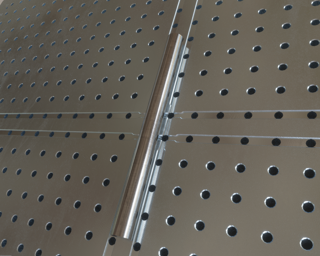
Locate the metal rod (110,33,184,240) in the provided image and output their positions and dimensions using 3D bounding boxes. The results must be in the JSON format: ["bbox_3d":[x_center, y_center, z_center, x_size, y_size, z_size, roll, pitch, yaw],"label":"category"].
[{"bbox_3d":[-0.010,-0.007,0.416,0.025,0.025,0.300,1,62,28],"label":"metal rod"}]
